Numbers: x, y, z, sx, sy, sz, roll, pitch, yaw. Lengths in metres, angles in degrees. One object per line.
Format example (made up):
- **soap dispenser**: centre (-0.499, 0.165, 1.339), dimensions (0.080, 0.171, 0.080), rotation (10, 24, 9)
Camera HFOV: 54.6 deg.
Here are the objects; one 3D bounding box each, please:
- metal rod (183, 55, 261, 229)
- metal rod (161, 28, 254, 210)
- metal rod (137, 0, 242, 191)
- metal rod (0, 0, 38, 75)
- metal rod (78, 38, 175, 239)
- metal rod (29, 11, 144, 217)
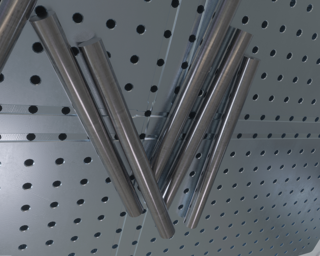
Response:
- **metal rod**: centre (0.089, 0.036, 0.480), dimensions (0.025, 0.025, 0.298), rotation (1, 118, -29)
- **metal rod**: centre (0.052, 0.007, 0.442), dimensions (0.025, 0.025, 0.298), rotation (10, 113, -33)
- **metal rod**: centre (0.034, -0.039, 0.404), dimensions (0.025, 0.025, 0.298), rotation (10, 113, -33)
- **metal rod**: centre (-0.135, -0.095, 0.278), dimensions (0.025, 0.025, 0.299), rotation (24, 105, -37)
- **metal rod**: centre (-0.031, 0.034, 0.392), dimensions (0.025, 0.025, 0.299), rotation (-26, 121, -12)
- **metal rod**: centre (-0.073, 0.010, 0.377), dimensions (0.025, 0.025, 0.299), rotation (-27, 128, -12)
